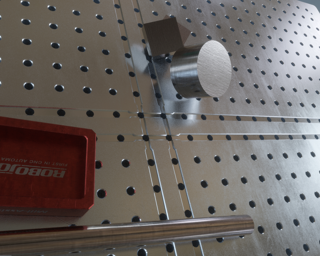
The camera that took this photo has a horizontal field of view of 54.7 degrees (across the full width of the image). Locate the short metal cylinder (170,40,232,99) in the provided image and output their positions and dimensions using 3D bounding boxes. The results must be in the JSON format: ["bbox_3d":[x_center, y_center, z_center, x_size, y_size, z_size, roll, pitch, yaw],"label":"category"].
[{"bbox_3d":[0.061,-0.084,0.456,0.081,0.050,0.079,-2,93,-43],"label":"short metal cylinder"}]

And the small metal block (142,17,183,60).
[{"bbox_3d":[0.004,-0.136,0.473,0.050,0.025,0.050,-16,92,-9],"label":"small metal block"}]

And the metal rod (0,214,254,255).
[{"bbox_3d":[-0.024,0.112,0.327,0.302,0.025,0.025,5,60,-26],"label":"metal rod"}]

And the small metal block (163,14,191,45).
[{"bbox_3d":[0.018,-0.152,0.513,0.050,0.025,0.050,32,51,-8],"label":"small metal block"}]

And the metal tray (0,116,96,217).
[{"bbox_3d":[-0.133,0.038,0.310,0.131,0.030,0.090,9,58,-24],"label":"metal tray"}]
